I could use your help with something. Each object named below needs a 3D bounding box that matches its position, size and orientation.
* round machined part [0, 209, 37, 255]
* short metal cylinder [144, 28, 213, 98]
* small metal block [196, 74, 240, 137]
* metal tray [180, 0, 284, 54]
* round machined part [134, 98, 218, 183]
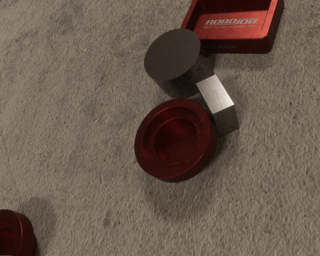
[{"bbox_3d":[-0.200,0.158,0.399,0.098,0.042,0.098,-13,56,20],"label":"round machined part"},{"bbox_3d":[0.026,-0.087,0.422,0.080,0.050,0.080,-12,62,24],"label":"short metal cylinder"},{"bbox_3d":[0.069,-0.026,0.365,0.025,0.050,0.050,-25,53,5],"label":"small metal block"},{"bbox_3d":[0.098,-0.151,0.440,0.130,0.030,0.090,9,66,31],"label":"metal tray"},{"bbox_3d":[0.022,0.017,0.365,0.098,0.042,0.098,-15,59,26],"label":"round machined part"}]
